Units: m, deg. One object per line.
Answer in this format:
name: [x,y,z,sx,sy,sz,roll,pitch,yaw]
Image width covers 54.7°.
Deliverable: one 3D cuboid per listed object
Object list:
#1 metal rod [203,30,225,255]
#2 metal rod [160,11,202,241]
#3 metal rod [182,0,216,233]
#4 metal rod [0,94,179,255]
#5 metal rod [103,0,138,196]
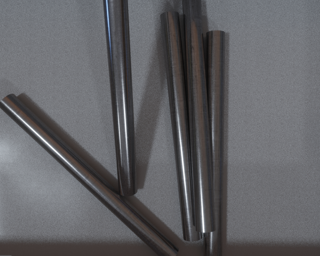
metal rod: [0.072,0.023,0.412,0.025,0.025,0.298,1,90,-1]
metal rod: [0.028,-0.002,0.411,0.025,0.025,0.298,-6,90,-1]
metal rod: [0.049,-0.021,0.399,0.025,0.025,0.298,-3,85,-1]
metal rod: [-0.093,0.067,0.410,0.300,0.025,0.025,43,90,-1]
metal rod: [-0.044,-0.052,0.351,0.025,0.025,0.298,-1,115,0]
